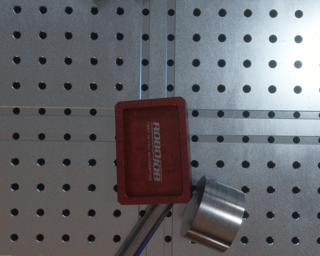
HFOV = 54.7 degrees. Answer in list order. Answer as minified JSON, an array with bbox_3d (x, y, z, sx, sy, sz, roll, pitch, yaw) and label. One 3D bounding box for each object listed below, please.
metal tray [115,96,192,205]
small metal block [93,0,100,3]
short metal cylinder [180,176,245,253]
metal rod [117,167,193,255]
[{"bbox_3d":[-0.008,0.029,0.394,0.090,0.030,0.129,-4,83,9],"label":"metal tray"},{"bbox_3d":[-0.081,-0.205,0.412,0.050,0.025,0.050,-33,90,0],"label":"small metal block"},{"bbox_3d":[0.064,0.106,0.386,0.050,0.080,0.080,23,90,0],"label":"short metal cylinder"},{"bbox_3d":[-0.051,0.182,0.412,0.025,0.025,0.299,34,90,0],"label":"metal rod"}]
